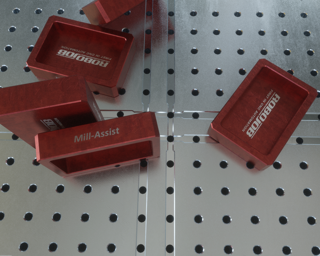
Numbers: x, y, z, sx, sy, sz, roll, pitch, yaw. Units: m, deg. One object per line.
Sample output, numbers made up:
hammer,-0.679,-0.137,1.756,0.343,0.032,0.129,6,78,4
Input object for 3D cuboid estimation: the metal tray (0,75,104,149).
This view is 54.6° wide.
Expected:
metal tray,-0.117,-0.010,0.359,0.091,0.130,0.030,-11,71,-4

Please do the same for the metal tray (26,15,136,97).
metal tray,-0.110,-0.105,0.446,0.131,0.030,0.090,15,71,5

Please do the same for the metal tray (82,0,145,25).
metal tray,-0.043,-0.197,0.450,0.130,0.090,0.030,-37,117,-13

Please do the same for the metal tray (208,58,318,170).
metal tray,0.138,-0.021,0.417,0.090,0.030,0.130,36,74,12

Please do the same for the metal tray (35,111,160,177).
metal tray,-0.067,0.022,0.368,0.131,0.090,0.030,-12,71,-4
